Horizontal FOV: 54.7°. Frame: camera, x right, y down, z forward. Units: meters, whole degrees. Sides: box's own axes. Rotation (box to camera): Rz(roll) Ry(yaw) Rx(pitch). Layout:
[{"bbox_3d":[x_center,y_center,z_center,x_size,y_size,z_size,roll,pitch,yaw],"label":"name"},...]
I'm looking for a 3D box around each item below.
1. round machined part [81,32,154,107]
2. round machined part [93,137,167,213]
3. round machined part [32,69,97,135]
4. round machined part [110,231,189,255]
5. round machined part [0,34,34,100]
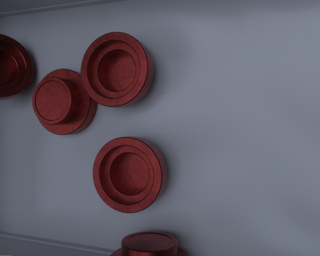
[{"bbox_3d":[-0.054,-0.076,0.420,0.098,0.042,0.097,0,90,20],"label":"round machined part"},{"bbox_3d":[-0.036,0.060,0.414,0.098,0.042,0.097,0,90,20],"label":"round machined part"},{"bbox_3d":[-0.145,-0.038,0.453,0.098,0.042,0.097,0,90,20],"label":"round machined part"},{"bbox_3d":[-0.013,0.157,0.376,0.098,0.098,0.042,1,90,20],"label":"round machined part"},{"bbox_3d":[-0.249,-0.090,0.470,0.042,0.099,0.097,-15,84,55],"label":"round machined part"}]
